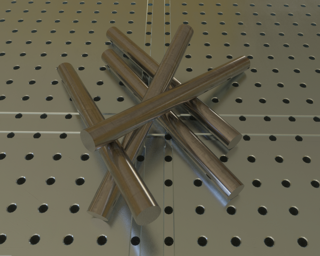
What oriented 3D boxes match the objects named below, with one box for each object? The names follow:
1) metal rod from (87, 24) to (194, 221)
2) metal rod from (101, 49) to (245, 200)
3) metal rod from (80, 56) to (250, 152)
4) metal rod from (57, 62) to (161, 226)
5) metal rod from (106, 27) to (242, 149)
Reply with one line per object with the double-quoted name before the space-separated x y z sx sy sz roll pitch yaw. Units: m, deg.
"metal rod" -0.014 -0.027 0.400 0.025 0.025 0.300 17 61 13
"metal rod" 0.000 -0.023 0.426 0.025 0.025 0.300 -28 56 -22
"metal rod" 0.031 -0.045 0.405 0.025 0.025 0.302 37 46 27
"metal rod" -0.079 -0.006 0.380 0.025 0.025 0.300 -22 44 -18
"metal rod" 0.006 -0.075 0.470 0.025 0.025 0.300 -30 56 -23
